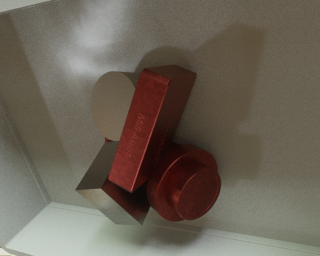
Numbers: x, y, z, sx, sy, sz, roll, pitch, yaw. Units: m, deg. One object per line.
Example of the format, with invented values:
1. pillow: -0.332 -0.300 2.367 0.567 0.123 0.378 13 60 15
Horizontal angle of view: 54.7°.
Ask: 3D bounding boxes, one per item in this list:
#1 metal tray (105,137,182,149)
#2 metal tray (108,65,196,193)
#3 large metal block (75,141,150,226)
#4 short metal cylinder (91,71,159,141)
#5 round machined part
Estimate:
1. metal tray: -0.014 0.057 0.443 0.130 0.030 0.089 16 125 18
2. metal tray: -0.007 -0.003 0.345 0.030 0.090 0.129 26 112 16
3. large metal block: -0.049 0.071 0.410 0.050 0.080 0.080 -13 128 39
4. short metal cylinder: -0.037 -0.027 0.373 0.080 0.050 0.079 5 99 38
5. round machined part: 0.036 0.073 0.380 0.042 0.099 0.097 29 136 49
